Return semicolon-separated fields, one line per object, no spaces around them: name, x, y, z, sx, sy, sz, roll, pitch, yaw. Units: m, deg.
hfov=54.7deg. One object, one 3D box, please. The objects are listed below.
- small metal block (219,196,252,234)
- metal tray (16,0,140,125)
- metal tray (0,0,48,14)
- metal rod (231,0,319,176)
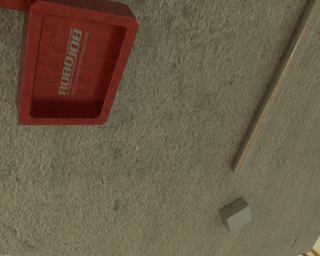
small metal block;0.145;0.167;0.592;0.050;0.025;0.050;-28;128;-11
metal tray;-0.083;-0.059;0.298;0.091;0.030;0.129;-1;135;-31
metal tray;-0.151;-0.145;0.232;0.131;0.030;0.089;1;118;-29
metal rod;0.177;-0.056;0.471;0.025;0.025;0.298;5;116;-31
